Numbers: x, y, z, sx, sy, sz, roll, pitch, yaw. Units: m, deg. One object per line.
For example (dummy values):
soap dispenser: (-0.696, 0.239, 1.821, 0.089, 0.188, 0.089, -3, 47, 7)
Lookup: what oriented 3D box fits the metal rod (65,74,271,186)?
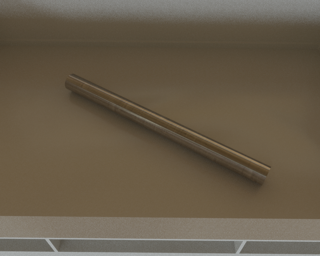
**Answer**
metal rod: (-0.004, -0.007, 0.408, 0.301, 0.025, 0.025, 26, 55, 20)
